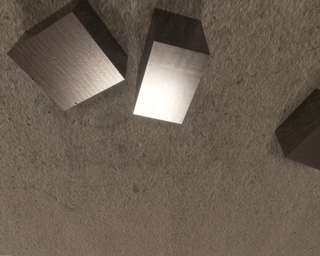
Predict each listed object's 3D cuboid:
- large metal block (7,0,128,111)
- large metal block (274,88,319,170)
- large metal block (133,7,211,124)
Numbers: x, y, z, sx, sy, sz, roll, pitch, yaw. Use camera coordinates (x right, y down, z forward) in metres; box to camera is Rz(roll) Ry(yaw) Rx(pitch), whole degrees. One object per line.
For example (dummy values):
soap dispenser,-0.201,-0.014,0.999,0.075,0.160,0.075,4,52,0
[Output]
large metal block,-0.091,-0.076,0.325,0.080,0.050,0.080,-24,126,19
large metal block,0.213,0.007,0.400,0.080,0.050,0.079,20,127,-17
large metal block,0.008,-0.064,0.317,0.050,0.080,0.079,12,129,-10
